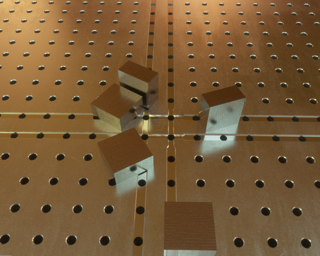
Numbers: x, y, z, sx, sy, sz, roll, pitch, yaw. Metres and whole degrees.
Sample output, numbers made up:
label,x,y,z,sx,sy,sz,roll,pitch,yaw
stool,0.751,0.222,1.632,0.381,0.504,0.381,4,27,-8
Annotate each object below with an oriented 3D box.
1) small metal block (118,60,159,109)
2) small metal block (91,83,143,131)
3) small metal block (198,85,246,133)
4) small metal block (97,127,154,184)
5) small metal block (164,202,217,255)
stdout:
label,x,y,z,sx,sy,sz,roll,pitch,yaw
small metal block,-0.030,-0.062,0.443,0.050,0.050,0.025,26,55,20
small metal block,-0.059,-0.030,0.433,0.050,0.025,0.050,27,55,21
small metal block,0.081,-0.025,0.413,0.050,0.050,0.025,-16,52,-13
small metal block,-0.042,0.033,0.380,0.050,0.025,0.050,-23,54,-18
small metal block,0.029,0.105,0.320,0.050,0.025,0.050,1,50,1
